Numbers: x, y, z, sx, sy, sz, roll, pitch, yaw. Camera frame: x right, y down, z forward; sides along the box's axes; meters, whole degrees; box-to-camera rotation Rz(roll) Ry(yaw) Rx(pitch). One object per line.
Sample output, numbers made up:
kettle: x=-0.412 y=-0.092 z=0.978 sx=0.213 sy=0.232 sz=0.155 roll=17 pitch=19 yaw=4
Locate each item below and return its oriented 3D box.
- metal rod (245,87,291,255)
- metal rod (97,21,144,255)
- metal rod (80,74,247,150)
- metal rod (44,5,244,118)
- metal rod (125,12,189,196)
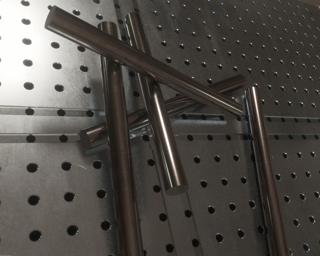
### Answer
metal rod: x=0.155 y=0.064 z=0.455 sx=0.025 sy=0.025 sz=0.299 roll=15 pitch=55 yaw=-20
metal rod: x=-0.046 y=0.014 z=0.347 sx=0.025 sy=0.025 sz=0.299 roll=1 pitch=70 yaw=-28
metal rod: x=0.027 y=-0.033 z=0.444 sx=0.302 sy=0.025 sz=0.025 roll=-23 pitch=74 yaw=-36
metal rod: x=0.006 y=-0.068 z=0.395 sx=0.302 sy=0.025 sz=0.025 roll=20 pitch=53 yaw=-36
metal rod: x=-0.012 y=-0.054 z=0.408 sx=0.025 sy=0.025 sz=0.299 roll=5 pitch=51 yaw=-26
